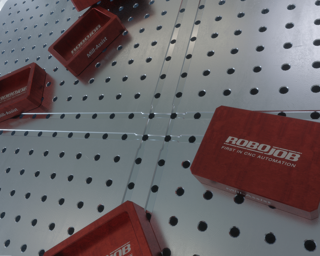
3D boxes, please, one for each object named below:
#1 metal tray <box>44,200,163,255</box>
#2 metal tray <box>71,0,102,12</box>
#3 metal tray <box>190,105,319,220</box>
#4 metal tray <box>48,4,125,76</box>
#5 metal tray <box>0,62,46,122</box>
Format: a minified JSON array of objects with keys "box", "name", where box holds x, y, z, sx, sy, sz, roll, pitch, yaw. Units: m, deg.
[{"box":[-0.065,0.153,0.345,0.130,0.030,0.090,-33,51,6],"name":"metal tray"},{"box":[-0.107,-0.283,0.615,0.130,0.030,0.090,-20,32,16],"name":"metal tray"},{"box":[0.108,0.030,0.330,0.130,0.030,0.090,14,69,34],"name":"metal tray"},{"box":[-0.139,-0.167,0.582,0.130,0.030,0.090,-46,51,-4],"name":"metal tray"},{"box":[-0.286,-0.065,0.596,0.130,0.030,0.090,-18,55,18],"name":"metal tray"}]
